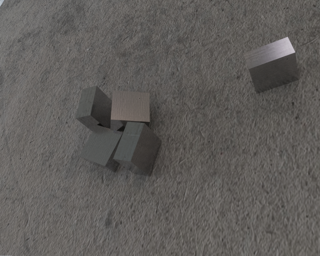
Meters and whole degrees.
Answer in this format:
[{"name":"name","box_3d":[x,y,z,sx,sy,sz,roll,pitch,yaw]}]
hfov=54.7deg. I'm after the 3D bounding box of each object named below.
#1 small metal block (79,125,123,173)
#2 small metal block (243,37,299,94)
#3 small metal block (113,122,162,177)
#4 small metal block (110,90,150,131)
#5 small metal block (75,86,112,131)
[{"name":"small metal block","box_3d":[-0.075,0.028,0.426,0.050,0.025,0.050,14,69,33]},{"name":"small metal block","box_3d":[0.131,-0.072,0.363,0.050,0.050,0.025,-19,55,17]},{"name":"small metal block","box_3d":[-0.026,0.027,0.385,0.025,0.050,0.050,5,64,30]},{"name":"small metal block","box_3d":[-0.041,-0.023,0.423,0.050,0.025,0.050,3,55,-8]},{"name":"small metal block","box_3d":[-0.092,-0.025,0.452,0.025,0.050,0.050,-10,57,23]}]
